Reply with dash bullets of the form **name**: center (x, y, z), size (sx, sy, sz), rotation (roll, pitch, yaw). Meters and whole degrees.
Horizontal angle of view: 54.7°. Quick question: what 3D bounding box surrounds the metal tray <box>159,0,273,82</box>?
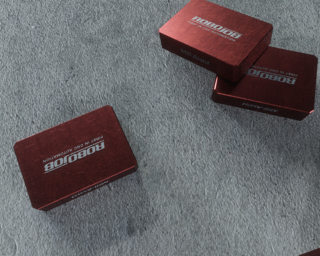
- **metal tray**: center (0.075, -0.127, 0.432), size (0.130, 0.030, 0.090), rotation (32, 68, 26)

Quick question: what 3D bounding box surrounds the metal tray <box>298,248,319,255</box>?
- **metal tray**: center (0.218, 0.151, 0.304), size (0.131, 0.090, 0.030), rotation (14, 59, 4)

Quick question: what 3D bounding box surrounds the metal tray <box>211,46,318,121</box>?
- **metal tray**: center (0.145, -0.068, 0.431), size (0.131, 0.030, 0.090), rotation (13, 70, 4)

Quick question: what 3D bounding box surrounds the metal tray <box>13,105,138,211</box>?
- **metal tray**: center (-0.104, 0.037, 0.391), size (0.131, 0.030, 0.090), rotation (-23, 72, -9)
